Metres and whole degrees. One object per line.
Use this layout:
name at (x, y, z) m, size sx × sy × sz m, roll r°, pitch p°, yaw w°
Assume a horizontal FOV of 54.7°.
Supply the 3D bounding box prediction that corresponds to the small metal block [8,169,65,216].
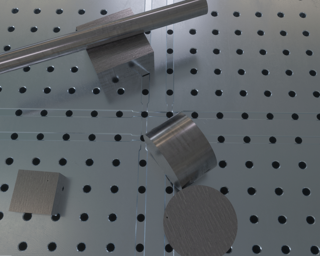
small metal block at (-0.150, 0.080, 0.381) m, size 0.050 × 0.025 × 0.050 m, roll 5°, pitch 70°, yaw 1°

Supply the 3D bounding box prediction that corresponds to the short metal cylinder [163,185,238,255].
short metal cylinder at (0.044, 0.110, 0.359) m, size 0.081 × 0.050 × 0.080 m, roll 0°, pitch 70°, yaw 0°

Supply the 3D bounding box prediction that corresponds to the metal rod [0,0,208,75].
metal rod at (-0.082, -0.119, 0.401) m, size 0.302 × 0.025 × 0.025 m, roll -19°, pitch 71°, yaw -7°

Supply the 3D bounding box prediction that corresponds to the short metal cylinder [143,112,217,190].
short metal cylinder at (0.023, 0.028, 0.373) m, size 0.050 × 0.080 × 0.080 m, roll -33°, pitch 74°, yaw -11°

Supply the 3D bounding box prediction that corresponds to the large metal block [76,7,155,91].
large metal block at (-0.061, -0.111, 0.439) m, size 0.080 × 0.050 × 0.080 m, roll -23°, pitch 72°, yaw -8°
